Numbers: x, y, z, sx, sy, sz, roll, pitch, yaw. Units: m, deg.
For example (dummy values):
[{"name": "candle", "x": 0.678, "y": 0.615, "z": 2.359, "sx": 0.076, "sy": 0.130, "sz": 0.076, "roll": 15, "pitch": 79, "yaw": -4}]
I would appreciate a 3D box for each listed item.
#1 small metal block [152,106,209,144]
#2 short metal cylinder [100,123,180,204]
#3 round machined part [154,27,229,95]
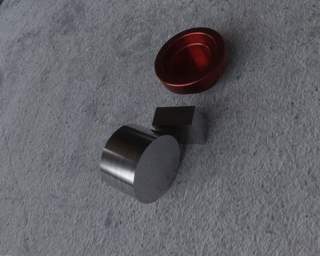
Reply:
[{"name": "small metal block", "x": 0.026, "y": -0.002, "z": 0.376, "sx": 0.050, "sy": 0.050, "sz": 0.025, "roll": 0, "pitch": 62, "yaw": 28}, {"name": "short metal cylinder", "x": -0.021, "y": 0.039, "z": 0.355, "sx": 0.050, "sy": 0.080, "sz": 0.080, "roll": 19, "pitch": 72, "yaw": 35}, {"name": "round machined part", "x": 0.046, "y": -0.086, "z": 0.422, "sx": 0.098, "sy": 0.042, "sz": 0.098, "roll": -13, "pitch": 56, "yaw": 21}]
